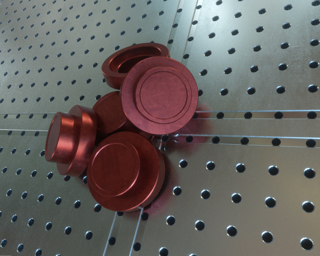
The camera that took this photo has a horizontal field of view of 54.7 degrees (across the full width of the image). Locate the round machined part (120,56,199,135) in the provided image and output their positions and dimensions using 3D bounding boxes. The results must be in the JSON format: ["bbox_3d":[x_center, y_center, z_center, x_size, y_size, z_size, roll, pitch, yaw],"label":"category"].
[{"bbox_3d":[0.001,-0.040,0.382,0.098,0.098,0.042,-47,10,-5],"label":"round machined part"}]

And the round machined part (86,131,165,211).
[{"bbox_3d":[-0.047,0.050,0.374,0.098,0.042,0.098,-6,71,20],"label":"round machined part"}]

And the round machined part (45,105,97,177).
[{"bbox_3d":[-0.125,0.015,0.421,0.098,0.042,0.098,-29,54,50],"label":"round machined part"}]

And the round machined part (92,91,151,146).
[{"bbox_3d":[-0.059,-0.013,0.433,0.098,0.042,0.098,-13,56,20],"label":"round machined part"}]

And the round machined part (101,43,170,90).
[{"bbox_3d":[-0.031,-0.082,0.447,0.098,0.042,0.098,-10,38,8],"label":"round machined part"}]
